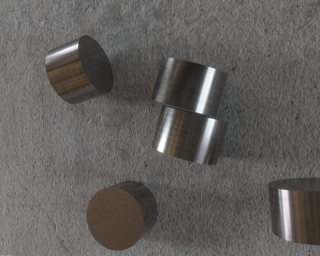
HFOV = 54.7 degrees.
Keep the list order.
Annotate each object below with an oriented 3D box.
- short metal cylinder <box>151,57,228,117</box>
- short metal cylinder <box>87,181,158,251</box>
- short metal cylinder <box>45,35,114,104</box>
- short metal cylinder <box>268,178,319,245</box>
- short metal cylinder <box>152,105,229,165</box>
[{"bbox_3d":[0.034,-0.048,0.368,0.080,0.080,0.050,17,96,19],"label":"short metal cylinder"},{"bbox_3d":[-0.049,0.114,0.413,0.080,0.050,0.080,0,90,20],"label":"short metal cylinder"},{"bbox_3d":[-0.106,-0.077,0.417,0.050,0.080,0.080,-16,85,19],"label":"short metal cylinder"},{"bbox_3d":[0.158,0.083,0.324,0.080,0.080,0.050,-5,89,20],"label":"short metal cylinder"},{"bbox_3d":[0.035,0.007,0.367,0.080,0.080,0.050,17,96,19],"label":"short metal cylinder"}]
